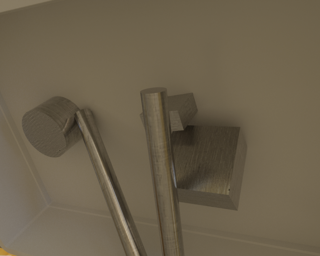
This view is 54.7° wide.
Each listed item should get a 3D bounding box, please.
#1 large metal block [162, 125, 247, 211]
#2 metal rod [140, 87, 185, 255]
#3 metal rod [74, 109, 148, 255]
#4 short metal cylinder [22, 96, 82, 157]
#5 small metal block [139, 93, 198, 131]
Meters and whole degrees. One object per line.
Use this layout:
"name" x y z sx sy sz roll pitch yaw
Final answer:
"large metal block" 0.052 0.044 0.363 0.080 0.080 0.050 2 149 27
"metal rod" 0.011 0.105 0.337 0.025 0.025 0.298 3 112 26
"metal rod" -0.055 0.107 0.411 0.025 0.025 0.299 -39 67 38
"short metal cylinder" -0.160 -0.002 0.473 0.080 0.050 0.079 13 124 20
"small metal block" 0.012 -0.018 0.374 0.050 0.050 0.025 -5 116 30
